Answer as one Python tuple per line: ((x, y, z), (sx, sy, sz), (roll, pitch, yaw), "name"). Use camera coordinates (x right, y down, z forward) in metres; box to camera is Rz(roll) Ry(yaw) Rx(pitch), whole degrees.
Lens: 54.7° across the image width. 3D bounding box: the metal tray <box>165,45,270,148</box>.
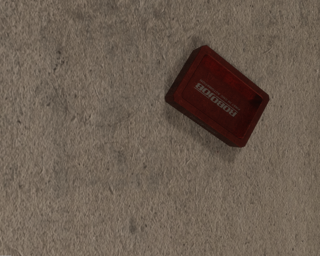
((0.083, -0.042, 0.438), (0.130, 0.030, 0.090), (34, 79, -17), "metal tray")
